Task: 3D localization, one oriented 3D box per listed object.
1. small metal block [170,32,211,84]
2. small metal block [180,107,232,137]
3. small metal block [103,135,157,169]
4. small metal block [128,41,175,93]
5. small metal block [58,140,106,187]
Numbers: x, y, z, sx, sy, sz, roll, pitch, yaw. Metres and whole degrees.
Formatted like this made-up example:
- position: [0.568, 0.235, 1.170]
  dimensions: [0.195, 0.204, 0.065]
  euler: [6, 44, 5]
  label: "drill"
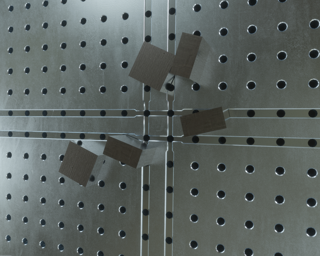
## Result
- position: [0.039, -0.085, 0.386]
  dimensions: [0.025, 0.050, 0.050]
  euler: [19, 97, 19]
  label: "small metal block"
- position: [0.058, -0.007, 0.379]
  dimensions: [0.050, 0.050, 0.025]
  euler: [-13, 86, 19]
  label: "small metal block"
- position: [-0.039, 0.030, 0.414]
  dimensions: [0.050, 0.050, 0.025]
  euler: [21, 97, 19]
  label: "small metal block"
- position: [-0.006, -0.081, 0.415]
  dimensions: [0.050, 0.025, 0.050]
  euler: [29, 99, 17]
  label: "small metal block"
- position: [-0.113, 0.051, 0.453]
  dimensions: [0.050, 0.025, 0.050]
  euler: [25, 98, 18]
  label: "small metal block"
